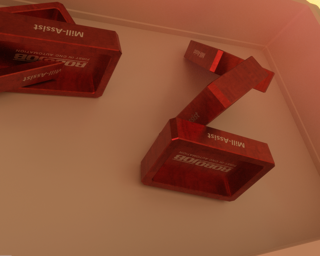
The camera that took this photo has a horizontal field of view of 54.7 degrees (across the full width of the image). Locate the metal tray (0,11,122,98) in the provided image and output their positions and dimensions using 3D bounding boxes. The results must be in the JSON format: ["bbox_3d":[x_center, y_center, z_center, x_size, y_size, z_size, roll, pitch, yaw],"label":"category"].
[{"bbox_3d":[-0.119,-0.075,0.343,0.131,0.090,0.030,1,60,-28],"label":"metal tray"}]

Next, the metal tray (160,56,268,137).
[{"bbox_3d":[0.062,-0.026,0.385,0.091,0.129,0.030,-35,83,-36],"label":"metal tray"}]

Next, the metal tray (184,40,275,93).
[{"bbox_3d":[0.098,-0.096,0.465,0.091,0.030,0.130,17,16,-18],"label":"metal tray"}]

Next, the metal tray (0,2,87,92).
[{"bbox_3d":[-0.156,-0.097,0.360,0.131,0.030,0.090,-25,76,-37],"label":"metal tray"}]

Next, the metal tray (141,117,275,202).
[{"bbox_3d":[0.054,0.042,0.363,0.131,0.089,0.030,15,44,-20],"label":"metal tray"}]
